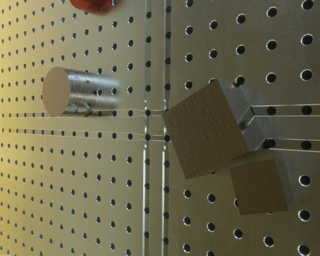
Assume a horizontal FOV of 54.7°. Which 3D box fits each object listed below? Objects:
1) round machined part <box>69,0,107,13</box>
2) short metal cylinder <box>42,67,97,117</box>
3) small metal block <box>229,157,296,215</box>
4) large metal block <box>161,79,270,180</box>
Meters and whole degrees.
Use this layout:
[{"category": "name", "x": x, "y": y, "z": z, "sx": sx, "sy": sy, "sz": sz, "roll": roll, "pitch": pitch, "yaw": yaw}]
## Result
[{"category": "round machined part", "x": -0.121, "y": -0.240, "z": 0.495, "sx": 0.098, "sy": 0.042, "sz": 0.097, "roll": 0, "pitch": 90, "yaw": 39}, {"category": "short metal cylinder", "x": -0.151, "y": -0.058, "z": 0.515, "sx": 0.080, "sy": 0.050, "sz": 0.079, "roll": 0, "pitch": 90, "yaw": 39}, {"category": "small metal block", "x": 0.106, "y": 0.061, "z": 0.321, "sx": 0.050, "sy": 0.025, "sz": 0.050, "roll": -19, "pitch": 78, "yaw": 38}, {"category": "large metal block", "x": 0.059, "y": 0.003, "z": 0.343, "sx": 0.080, "sy": 0.050, "sz": 0.080, "roll": -32, "pitch": 71, "yaw": 35}]
